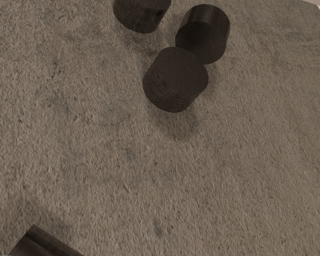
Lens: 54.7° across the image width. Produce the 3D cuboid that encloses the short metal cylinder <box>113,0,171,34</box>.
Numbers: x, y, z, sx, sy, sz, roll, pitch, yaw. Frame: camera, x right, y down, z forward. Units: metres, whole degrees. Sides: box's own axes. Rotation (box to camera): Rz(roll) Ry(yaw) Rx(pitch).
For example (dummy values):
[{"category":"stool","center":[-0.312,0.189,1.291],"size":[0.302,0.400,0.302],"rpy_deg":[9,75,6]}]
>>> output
[{"category":"short metal cylinder","center":[-0.029,-0.199,0.495],"size":[0.081,0.050,0.080],"rpy_deg":[14,56,-21]}]

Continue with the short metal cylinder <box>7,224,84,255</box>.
[{"category":"short metal cylinder","center":[-0.102,0.123,0.239],"size":[0.050,0.080,0.080],"rpy_deg":[36,51,-5]}]

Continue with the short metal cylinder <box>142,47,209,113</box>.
[{"category":"short metal cylinder","center":[0.022,-0.069,0.443],"size":[0.081,0.050,0.080],"rpy_deg":[14,56,-21]}]

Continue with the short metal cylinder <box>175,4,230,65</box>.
[{"category":"short metal cylinder","center":[0.070,-0.150,0.500],"size":[0.080,0.080,0.050],"rpy_deg":[28,52,-11]}]
